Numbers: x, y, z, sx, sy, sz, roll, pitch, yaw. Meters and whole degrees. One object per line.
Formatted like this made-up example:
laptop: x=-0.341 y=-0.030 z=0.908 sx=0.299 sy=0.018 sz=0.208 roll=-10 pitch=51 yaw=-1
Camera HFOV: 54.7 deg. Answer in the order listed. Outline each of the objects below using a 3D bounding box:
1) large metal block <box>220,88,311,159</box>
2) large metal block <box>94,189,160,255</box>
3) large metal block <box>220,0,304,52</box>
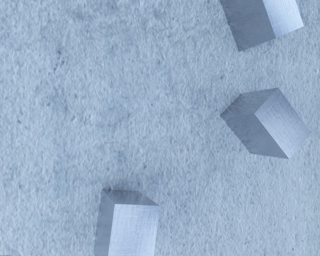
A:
large metal block: x=0.145 y=-0.006 z=0.435 sx=0.050 sy=0.080 sz=0.080 roll=-45 pitch=105 yaw=-15
large metal block: x=-0.042 y=0.121 z=0.365 sx=0.050 sy=0.080 sz=0.080 roll=8 pitch=88 yaw=-20
large metal block: x=0.139 y=-0.161 z=0.433 sx=0.050 sy=0.080 sz=0.080 roll=-26 pitch=99 yaw=-18
